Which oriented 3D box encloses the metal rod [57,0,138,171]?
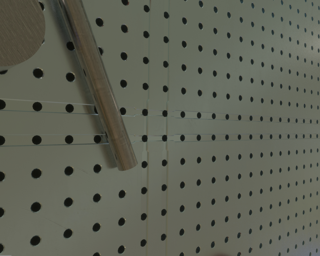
[{"bbox_3d":[-0.082,-0.091,0.341,0.025,0.025,0.298,-28,108,-37],"label":"metal rod"}]

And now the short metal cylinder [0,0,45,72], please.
[{"bbox_3d":[-0.149,-0.090,0.269,0.081,0.050,0.079,0,90,-40],"label":"short metal cylinder"}]
